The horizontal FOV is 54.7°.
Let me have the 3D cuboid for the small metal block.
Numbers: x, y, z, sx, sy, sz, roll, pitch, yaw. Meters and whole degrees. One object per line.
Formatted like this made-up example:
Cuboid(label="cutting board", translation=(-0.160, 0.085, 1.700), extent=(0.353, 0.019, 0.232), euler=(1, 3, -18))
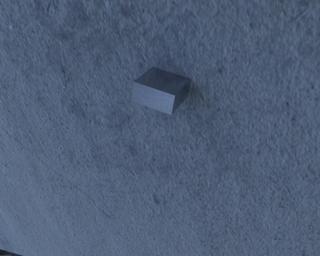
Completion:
Cuboid(label="small metal block", translation=(0.002, -0.045, 0.361), extent=(0.050, 0.050, 0.025), euler=(21, 126, 15))
